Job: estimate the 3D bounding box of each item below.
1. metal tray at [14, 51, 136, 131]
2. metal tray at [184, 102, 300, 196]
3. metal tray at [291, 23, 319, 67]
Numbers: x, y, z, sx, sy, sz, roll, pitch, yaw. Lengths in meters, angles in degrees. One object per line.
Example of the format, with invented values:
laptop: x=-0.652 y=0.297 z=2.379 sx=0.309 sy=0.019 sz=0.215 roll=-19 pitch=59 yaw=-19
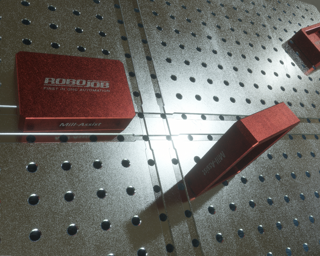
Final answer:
metal tray: x=-0.103 y=-0.044 z=0.377 sx=0.131 sy=0.030 sz=0.090 roll=-1 pitch=62 yaw=-29
metal tray: x=0.095 y=0.028 z=0.375 sx=0.091 sy=0.129 sz=0.030 roll=-19 pitch=65 yaw=-36
metal tray: x=0.380 y=-0.201 z=0.736 sx=0.131 sy=0.030 sz=0.090 roll=-25 pitch=76 yaw=-37
